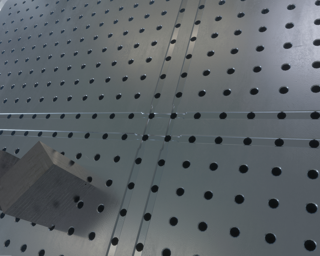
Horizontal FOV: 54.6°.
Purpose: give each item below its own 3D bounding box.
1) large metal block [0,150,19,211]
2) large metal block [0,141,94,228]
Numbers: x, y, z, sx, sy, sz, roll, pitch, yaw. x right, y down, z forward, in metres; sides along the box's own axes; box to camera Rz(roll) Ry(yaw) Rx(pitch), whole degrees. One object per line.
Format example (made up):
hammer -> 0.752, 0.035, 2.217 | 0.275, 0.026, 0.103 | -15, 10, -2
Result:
large metal block -> -0.267, 0.079, 0.486 | 0.080, 0.050, 0.080 | 4, 64, 30
large metal block -> -0.150, 0.076, 0.407 | 0.080, 0.080, 0.050 | -46, 51, -3
